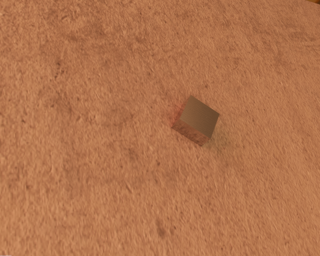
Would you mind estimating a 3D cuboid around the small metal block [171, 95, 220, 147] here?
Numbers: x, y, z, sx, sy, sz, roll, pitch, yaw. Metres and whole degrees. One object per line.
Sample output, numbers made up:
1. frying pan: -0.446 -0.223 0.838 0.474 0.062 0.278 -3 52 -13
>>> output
1. small metal block: 0.051 -0.010 0.437 0.050 0.025 0.050 33 52 -7
